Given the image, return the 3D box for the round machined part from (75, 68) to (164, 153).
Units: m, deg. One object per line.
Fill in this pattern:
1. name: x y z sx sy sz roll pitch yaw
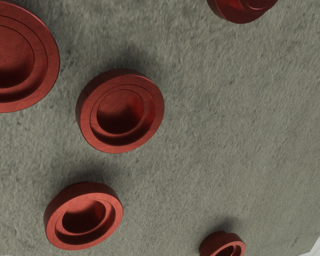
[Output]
1. round machined part: -0.048 -0.023 0.357 0.099 0.042 0.097 -14 125 -21

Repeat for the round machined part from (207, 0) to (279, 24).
1. round machined part: 0.103 -0.168 0.350 0.099 0.042 0.097 -14 125 -21

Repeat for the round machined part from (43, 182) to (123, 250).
1. round machined part: -0.102 0.110 0.409 0.099 0.042 0.097 -14 125 -21

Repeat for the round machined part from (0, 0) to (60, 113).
1. round machined part: -0.144 -0.066 0.277 0.099 0.042 0.097 -14 125 -21

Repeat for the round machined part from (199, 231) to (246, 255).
1. round machined part: 0.117 0.244 0.614 0.099 0.042 0.097 -14 125 -21
